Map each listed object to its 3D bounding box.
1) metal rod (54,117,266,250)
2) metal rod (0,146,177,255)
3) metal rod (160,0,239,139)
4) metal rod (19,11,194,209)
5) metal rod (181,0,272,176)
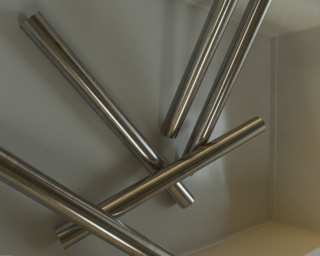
[{"bbox_3d":[0.019,0.055,0.384,0.302,0.025,0.025,-26,107,-25],"label":"metal rod"},{"bbox_3d":[-0.080,0.080,0.304,0.301,0.025,0.025,39,66,-21],"label":"metal rod"},{"bbox_3d":[0.064,-0.117,0.357,0.025,0.025,0.298,-1,124,-40],"label":"metal rod"},{"bbox_3d":[-0.045,-0.001,0.368,0.300,0.025,0.025,52,60,-27],"label":"metal rod"},{"bbox_3d":[0.088,-0.071,0.396,0.025,0.025,0.298,7,112,-40],"label":"metal rod"}]
